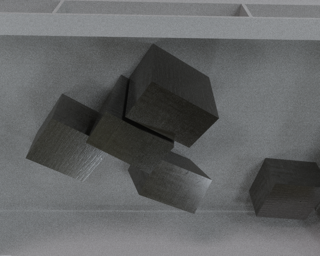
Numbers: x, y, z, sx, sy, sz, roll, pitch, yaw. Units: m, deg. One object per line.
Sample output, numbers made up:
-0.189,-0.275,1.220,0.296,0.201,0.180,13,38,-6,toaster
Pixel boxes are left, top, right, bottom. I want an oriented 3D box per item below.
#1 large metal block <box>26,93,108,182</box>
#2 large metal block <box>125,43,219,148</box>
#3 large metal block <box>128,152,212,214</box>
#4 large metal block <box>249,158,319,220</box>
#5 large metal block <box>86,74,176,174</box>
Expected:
-0.113,0.015,0.404,0.080,0.050,0.080,29,124,-23,large metal block
0.012,-0.036,0.342,0.080,0.080,0.050,26,125,-21,large metal block
0.010,0.063,0.418,0.080,0.080,0.050,24,96,-20,large metal block
0.194,0.095,0.477,0.081,0.050,0.079,6,130,-5,large metal block
-0.029,-0.006,0.362,0.080,0.080,0.050,29,124,-15,large metal block
